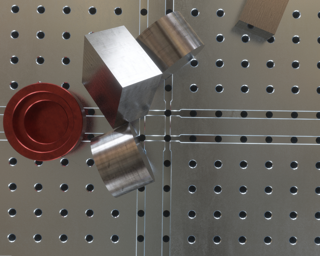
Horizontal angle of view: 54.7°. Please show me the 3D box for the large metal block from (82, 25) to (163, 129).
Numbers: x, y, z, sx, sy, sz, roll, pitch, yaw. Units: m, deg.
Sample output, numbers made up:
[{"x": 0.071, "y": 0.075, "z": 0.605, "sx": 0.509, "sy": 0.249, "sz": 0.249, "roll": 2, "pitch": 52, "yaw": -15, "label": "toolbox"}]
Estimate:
[{"x": -0.049, "y": -0.059, "z": 0.367, "sx": 0.050, "sy": 0.080, "sz": 0.080, "roll": -25, "pitch": 68, "yaw": -29, "label": "large metal block"}]

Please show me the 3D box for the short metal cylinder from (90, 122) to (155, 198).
[{"x": -0.045, "y": 0.039, "z": 0.385, "sx": 0.050, "sy": 0.080, "sz": 0.080, "roll": -23, "pitch": 90, "yaw": 0, "label": "short metal cylinder"}]

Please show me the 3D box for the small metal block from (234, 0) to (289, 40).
[{"x": 0.136, "y": -0.154, "z": 0.415, "sx": 0.050, "sy": 0.025, "sz": 0.050, "roll": 22, "pitch": 90, "yaw": -1, "label": "small metal block"}]

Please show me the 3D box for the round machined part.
[{"x": -0.145, "y": -0.008, "z": 0.403, "sx": 0.099, "sy": 0.042, "sz": 0.097, "roll": 0, "pitch": 90, "yaw": -1, "label": "round machined part"}]

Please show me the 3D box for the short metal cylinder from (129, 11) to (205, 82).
[{"x": 0.008, "y": -0.098, "z": 0.386, "sx": 0.080, "sy": 0.080, "sz": 0.050, "roll": -37, "pitch": 90, "yaw": 0, "label": "short metal cylinder"}]
